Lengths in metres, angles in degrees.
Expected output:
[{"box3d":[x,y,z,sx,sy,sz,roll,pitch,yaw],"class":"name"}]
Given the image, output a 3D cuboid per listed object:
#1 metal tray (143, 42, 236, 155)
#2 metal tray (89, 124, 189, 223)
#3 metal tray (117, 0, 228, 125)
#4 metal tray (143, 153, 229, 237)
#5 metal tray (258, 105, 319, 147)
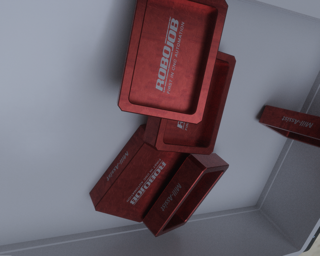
[{"box3d":[0.038,-0.035,0.384,0.091,0.030,0.129,8,99,-32],"class":"metal tray"},{"box3d":[-0.025,0.068,0.435,0.090,0.030,0.130,30,102,-38],"class":"metal tray"},{"box3d":[0.011,-0.075,0.325,0.091,0.030,0.129,10,98,-11],"class":"metal tray"},{"box3d":[0.040,0.098,0.463,0.090,0.030,0.129,5,122,-57],"class":"metal tray"},{"box3d":[0.229,0.005,0.470,0.091,0.130,0.030,22,91,-37],"class":"metal tray"}]
